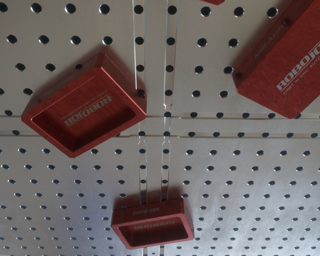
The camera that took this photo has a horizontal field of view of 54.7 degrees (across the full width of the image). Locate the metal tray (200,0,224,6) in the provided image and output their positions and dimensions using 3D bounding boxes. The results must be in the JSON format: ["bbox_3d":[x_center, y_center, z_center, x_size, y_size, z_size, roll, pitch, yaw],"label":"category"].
[{"bbox_3d":[0.034,-0.180,0.255,0.091,0.030,0.129,12,129,-11],"label":"metal tray"}]

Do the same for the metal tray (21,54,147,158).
[{"bbox_3d":[-0.093,-0.022,0.388,0.130,0.030,0.090,-28,125,21],"label":"metal tray"}]

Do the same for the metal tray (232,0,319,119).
[{"bbox_3d":[0.157,-0.077,0.345,0.091,0.030,0.129,23,126,-19],"label":"metal tray"}]

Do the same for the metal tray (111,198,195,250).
[{"bbox_3d":[-0.011,0.175,0.557,0.131,0.030,0.090,-13,129,10],"label":"metal tray"}]
